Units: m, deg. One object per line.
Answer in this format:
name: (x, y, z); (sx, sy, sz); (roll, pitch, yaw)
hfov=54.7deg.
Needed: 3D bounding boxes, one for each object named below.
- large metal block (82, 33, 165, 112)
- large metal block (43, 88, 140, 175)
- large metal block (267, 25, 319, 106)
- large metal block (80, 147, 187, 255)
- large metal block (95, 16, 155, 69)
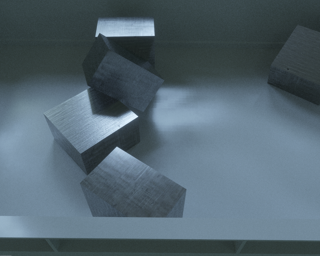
large metal block: (-0.051, -0.074, 0.409); (0.080, 0.050, 0.080); (25, 18, -30)
large metal block: (-0.083, 0.000, 0.388); (0.080, 0.050, 0.080); (-35, 59, -26)
large metal block: (0.217, -0.092, 0.454); (0.080, 0.050, 0.080); (30, 76, 23)
large metal block: (-0.024, 0.077, 0.304); (0.080, 0.080, 0.050); (29, 56, 22)
large metal block: (-0.049, -0.118, 0.468); (0.081, 0.080, 0.050); (-2, 50, -2)
